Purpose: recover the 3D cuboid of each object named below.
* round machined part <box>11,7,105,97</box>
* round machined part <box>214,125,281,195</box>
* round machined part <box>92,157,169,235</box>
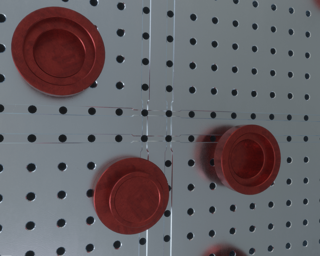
[{"bbox_3d":[-0.116,-0.085,0.360,0.099,0.042,0.097,0,90,-20],"label":"round machined part"},{"bbox_3d":[0.121,0.044,0.448,0.099,0.042,0.097,0,90,-20],"label":"round machined part"},{"bbox_3d":[-0.033,0.086,0.391,0.099,0.042,0.097,0,90,-20],"label":"round machined part"}]
